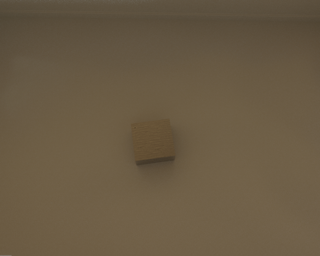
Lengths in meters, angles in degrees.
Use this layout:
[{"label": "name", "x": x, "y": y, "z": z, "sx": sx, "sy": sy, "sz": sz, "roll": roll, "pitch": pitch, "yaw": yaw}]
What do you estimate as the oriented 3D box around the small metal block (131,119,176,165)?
[{"label": "small metal block", "x": -0.009, "y": 0.018, "z": 0.403, "sx": 0.050, "sy": 0.025, "sz": 0.050, "roll": -7, "pitch": 70, "yaw": -3}]
